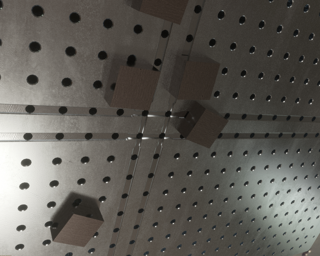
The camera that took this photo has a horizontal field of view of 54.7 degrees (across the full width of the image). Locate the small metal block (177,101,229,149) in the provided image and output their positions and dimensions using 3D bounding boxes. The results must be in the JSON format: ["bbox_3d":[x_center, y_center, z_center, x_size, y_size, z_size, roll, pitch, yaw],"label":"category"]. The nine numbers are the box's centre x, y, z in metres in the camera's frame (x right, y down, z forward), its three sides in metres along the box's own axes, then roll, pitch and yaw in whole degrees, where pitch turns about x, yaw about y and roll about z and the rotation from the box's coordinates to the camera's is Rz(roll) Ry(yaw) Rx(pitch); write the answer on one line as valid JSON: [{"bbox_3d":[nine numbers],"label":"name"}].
[{"bbox_3d":[0.062,-0.004,0.445,0.050,0.025,0.050,23,106,-37],"label":"small metal block"}]

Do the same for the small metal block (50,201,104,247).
[{"bbox_3d":[-0.116,0.135,0.433,0.050,0.025,0.050,30,102,-38],"label":"small metal block"}]

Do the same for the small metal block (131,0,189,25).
[{"bbox_3d":[0.003,-0.143,0.326,0.050,0.025,0.050,7,115,-32],"label":"small metal block"}]

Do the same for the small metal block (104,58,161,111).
[{"bbox_3d":[-0.033,-0.050,0.363,0.050,0.025,0.050,4,117,-31],"label":"small metal block"}]

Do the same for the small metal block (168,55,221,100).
[{"bbox_3d":[0.043,-0.064,0.397,0.050,0.025,0.050,-2,120,-28],"label":"small metal block"}]
